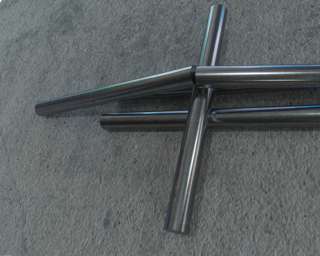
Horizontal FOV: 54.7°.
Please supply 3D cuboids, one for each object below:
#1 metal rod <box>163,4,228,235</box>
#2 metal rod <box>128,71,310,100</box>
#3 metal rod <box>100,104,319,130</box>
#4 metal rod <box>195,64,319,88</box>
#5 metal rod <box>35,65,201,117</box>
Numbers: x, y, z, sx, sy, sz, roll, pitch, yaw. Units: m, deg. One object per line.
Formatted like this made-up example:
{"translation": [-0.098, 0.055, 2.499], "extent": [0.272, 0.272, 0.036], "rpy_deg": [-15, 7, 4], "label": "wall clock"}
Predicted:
{"translation": [0.048, -0.030, 0.365], "extent": [0.025, 0.025, 0.300], "rpy_deg": [0, 61, 28], "label": "metal rod"}
{"translation": [0.066, -0.055, 0.403], "extent": [0.300, 0.025, 0.025], "rpy_deg": [-1, 62, 27], "label": "metal rod"}
{"translation": [0.054, -0.011, 0.382], "extent": [0.300, 0.025, 0.025], "rpy_deg": [-1, 62, 27], "label": "metal rod"}
{"translation": [0.186, -0.052, 0.307], "extent": [0.301, 0.025, 0.025], "rpy_deg": [2, 62, 17], "label": "metal rod"}
{"translation": [-0.080, -0.046, 0.442], "extent": [0.300, 0.025, 0.025], "rpy_deg": [-7, 58, 35], "label": "metal rod"}
